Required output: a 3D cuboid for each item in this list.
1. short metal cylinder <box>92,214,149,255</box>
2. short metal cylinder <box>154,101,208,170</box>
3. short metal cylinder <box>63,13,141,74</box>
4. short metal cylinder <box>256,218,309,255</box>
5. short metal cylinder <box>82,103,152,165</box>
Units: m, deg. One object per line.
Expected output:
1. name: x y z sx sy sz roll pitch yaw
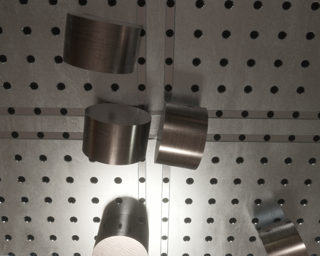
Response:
1. short metal cylinder: -0.057 0.178 0.465 0.081 0.050 0.079 0 110 -1
2. short metal cylinder: 0.025 0.009 0.388 0.050 0.080 0.079 10 110 -4
3. short metal cylinder: -0.065 -0.096 0.348 0.081 0.080 0.050 10 110 -4
4. short metal cylinder: 0.181 0.180 0.453 0.050 0.080 0.080 -21 109 7
5. short metal cylinder: -0.054 0.005 0.385 0.081 0.080 0.050 8 110 -4
